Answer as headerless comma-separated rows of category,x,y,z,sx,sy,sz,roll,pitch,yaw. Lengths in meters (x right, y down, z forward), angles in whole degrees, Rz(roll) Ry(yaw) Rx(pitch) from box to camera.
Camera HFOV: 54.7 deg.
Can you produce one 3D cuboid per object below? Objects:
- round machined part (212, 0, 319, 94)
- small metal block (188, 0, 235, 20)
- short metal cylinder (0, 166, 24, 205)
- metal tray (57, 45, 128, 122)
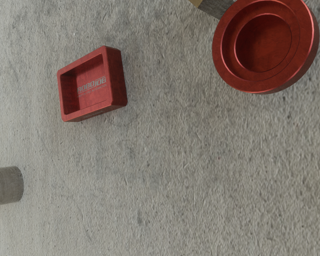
round machined part,0.105,-0.082,0.307,0.098,0.042,0.097,0,90,40
small metal block,0.048,-0.152,0.349,0.050,0.050,0.025,52,121,27
short metal cylinder,-0.338,0.124,0.668,0.080,0.050,0.080,0,90,40
metal tray,-0.112,-0.065,0.493,0.130,0.030,0.090,-14,81,39
